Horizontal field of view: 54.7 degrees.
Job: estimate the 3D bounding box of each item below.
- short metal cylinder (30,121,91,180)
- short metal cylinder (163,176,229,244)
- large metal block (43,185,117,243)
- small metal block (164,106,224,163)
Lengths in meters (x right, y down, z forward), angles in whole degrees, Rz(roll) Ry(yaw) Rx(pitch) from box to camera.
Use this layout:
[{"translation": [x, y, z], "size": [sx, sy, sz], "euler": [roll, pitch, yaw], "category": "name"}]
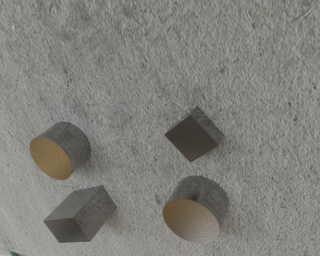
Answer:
[{"translation": [-0.159, 0.036, 0.497], "size": [0.080, 0.050, 0.079], "euler": [13, 124, 21], "category": "short metal cylinder"}, {"translation": [0.051, 0.114, 0.435], "size": [0.080, 0.050, 0.079], "euler": [13, 124, 21], "category": "short metal cylinder"}, {"translation": [-0.136, 0.149, 0.535], "size": [0.080, 0.080, 0.050], "euler": [-17, 110, 34], "category": "large metal block"}, {"translation": [0.043, 0.009, 0.390], "size": [0.050, 0.025, 0.050], "euler": [47, 129, -5], "category": "small metal block"}]
